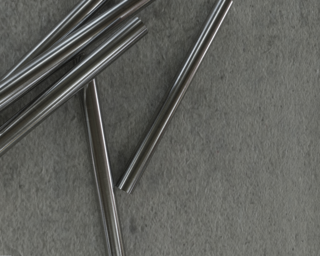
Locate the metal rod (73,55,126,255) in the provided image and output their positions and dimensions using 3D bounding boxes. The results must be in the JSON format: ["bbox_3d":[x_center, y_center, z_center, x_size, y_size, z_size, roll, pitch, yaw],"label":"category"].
[{"bbox_3d":[-0.071,0.061,0.383,0.025,0.025,0.298,-10,94,-20],"label":"metal rod"}]

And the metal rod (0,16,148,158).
[{"bbox_3d":[-0.133,-0.020,0.341,0.301,0.025,0.025,-42,104,-8],"label":"metal rod"}]

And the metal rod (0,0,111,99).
[{"bbox_3d":[-0.156,-0.062,0.351,0.025,0.025,0.300,43,76,-15],"label":"metal rod"}]

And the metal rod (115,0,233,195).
[{"bbox_3d":[0.023,-0.051,0.418,0.025,0.025,0.299,31,80,-18],"label":"metal rod"}]

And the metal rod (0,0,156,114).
[{"bbox_3d":[-0.086,-0.106,0.361,0.301,0.025,0.025,-44,104,-21],"label":"metal rod"}]
